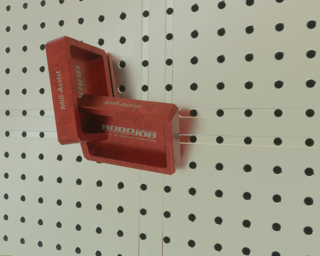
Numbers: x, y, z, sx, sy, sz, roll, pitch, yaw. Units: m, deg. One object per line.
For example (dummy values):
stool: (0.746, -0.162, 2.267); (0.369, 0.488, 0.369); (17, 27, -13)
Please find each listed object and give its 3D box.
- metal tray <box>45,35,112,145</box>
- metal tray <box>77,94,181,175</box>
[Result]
metal tray: (-0.100, -0.046, 0.410); (0.030, 0.090, 0.129); (-10, 87, 24)
metal tray: (-0.042, 0.008, 0.396); (0.130, 0.030, 0.089); (8, 127, 17)
